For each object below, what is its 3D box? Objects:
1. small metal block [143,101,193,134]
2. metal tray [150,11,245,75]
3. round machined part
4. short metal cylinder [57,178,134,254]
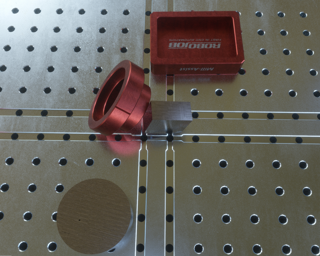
[{"bbox_3d":[0.008,-0.013,0.397,0.050,0.050,0.025,1,70,-15],"label":"small metal block"},{"bbox_3d":[0.051,-0.125,0.454,0.131,0.030,0.090,-1,70,-1],"label":"metal tray"},{"bbox_3d":[-0.048,-0.034,0.395,0.042,0.098,0.098,28,68,-27],"label":"round machined part"},{"bbox_3d":[-0.072,0.103,0.360,0.081,0.050,0.080,0,70,0],"label":"short metal cylinder"}]
